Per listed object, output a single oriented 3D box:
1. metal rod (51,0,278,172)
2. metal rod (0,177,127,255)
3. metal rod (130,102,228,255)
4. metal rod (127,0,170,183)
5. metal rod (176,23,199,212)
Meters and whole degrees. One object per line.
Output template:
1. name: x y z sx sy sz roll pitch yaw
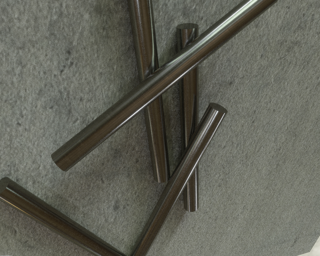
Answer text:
1. metal rod: 0.007 -0.057 0.342 0.301 0.025 0.025 -39 130 -2
2. metal rod: -0.111 0.158 0.445 0.025 0.025 0.300 -39 130 -2
3. metal rod: 0.018 0.096 0.456 0.025 0.025 0.298 7 122 -32
4. metal rod: -0.011 -0.051 0.370 0.025 0.025 0.298 -19 126 -18
5. metal rod: 0.042 0.007 0.435 0.025 0.025 0.298 -18 126 -19
